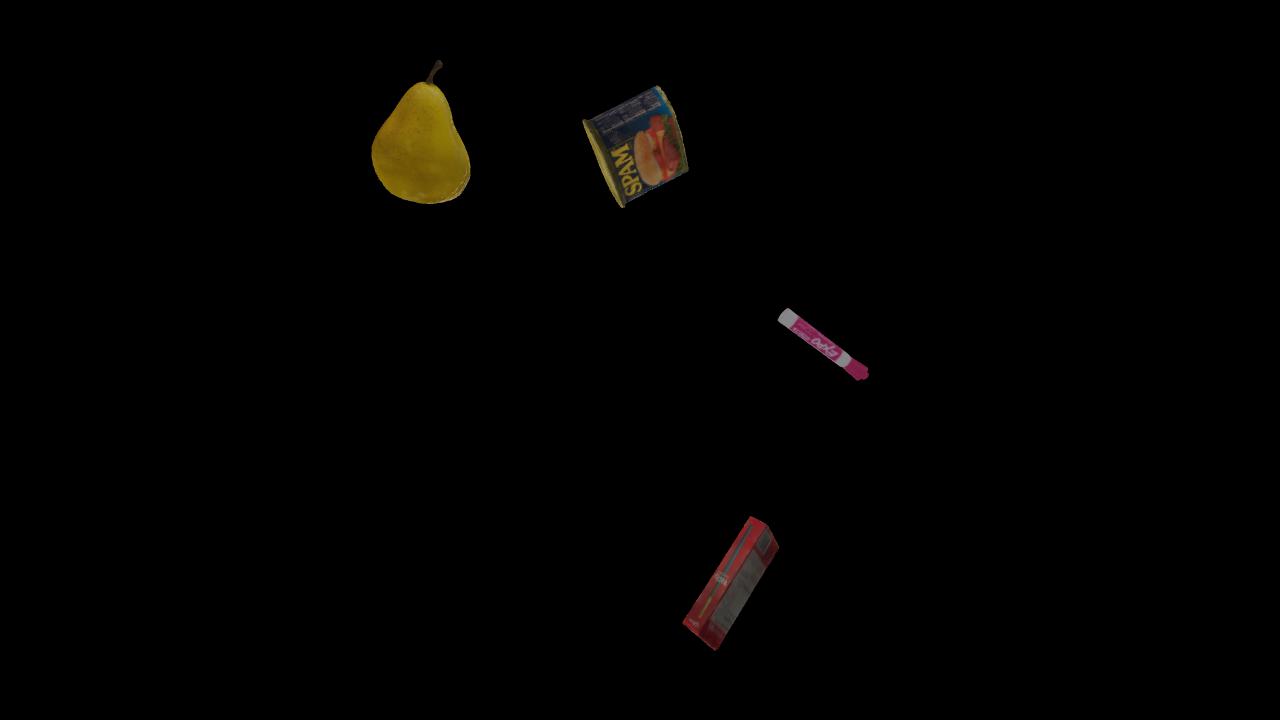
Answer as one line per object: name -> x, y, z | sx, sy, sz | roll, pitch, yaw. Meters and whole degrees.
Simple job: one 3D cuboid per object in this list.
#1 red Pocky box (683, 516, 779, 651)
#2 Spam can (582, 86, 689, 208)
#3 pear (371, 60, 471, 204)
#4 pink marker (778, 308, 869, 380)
red Pocky box -> 0.116, 0.276, 0.762 | 0.028, 0.155, 0.083 | 24, -22, 36
Spam can -> -0.002, -0.223, 0.647 | 0.085, 0.058, 0.101 | -27, -29, 0
pear -> -0.181, -0.188, 0.506 | 0.080, 0.111, 0.080 | 5, 30, -3
pink marker -> 0.209, -0.016, 0.697 | 0.121, 0.020, 0.020 | 36, -3, -4
